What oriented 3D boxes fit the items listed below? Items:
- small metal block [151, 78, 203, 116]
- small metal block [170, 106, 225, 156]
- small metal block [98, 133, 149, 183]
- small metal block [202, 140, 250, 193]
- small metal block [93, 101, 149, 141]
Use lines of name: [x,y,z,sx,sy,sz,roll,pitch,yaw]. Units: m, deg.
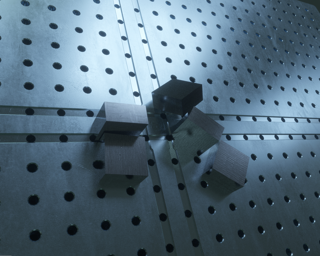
small metal block: [0.025,-0.044,0.433,0.050,0.025,0.050,18,40,35]
small metal block: [0.049,0.005,0.417,0.050,0.050,0.025,35,51,-6]
small metal block: [-0.044,0.036,0.364,0.050,0.025,0.050,7,59,-25]
small metal block: [0.092,0.052,0.428,0.050,0.025,0.050,31,51,-8]
small metal block: [-0.048,-0.006,0.371,0.050,0.050,0.025,4,60,-27]
